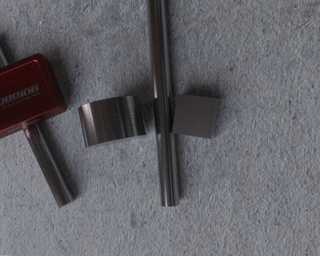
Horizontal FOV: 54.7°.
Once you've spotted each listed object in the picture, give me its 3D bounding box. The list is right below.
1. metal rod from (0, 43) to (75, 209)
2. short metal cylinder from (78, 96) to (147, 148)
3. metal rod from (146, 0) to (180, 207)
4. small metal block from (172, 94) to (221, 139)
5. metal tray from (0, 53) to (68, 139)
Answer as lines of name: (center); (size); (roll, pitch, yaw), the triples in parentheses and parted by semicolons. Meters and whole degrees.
metal rod: (-0.208, -0.017, 0.480); (0.025, 0.025, 0.299); (-32, 80, 17)
short metal cylinder: (-0.060, -0.007, 0.400); (0.080, 0.080, 0.050); (-14, 86, 19)
metal rod: (0.003, -0.049, 0.407); (0.025, 0.025, 0.298); (-5, 88, 19)
small metal block: (0.046, -0.015, 0.392); (0.050, 0.025, 0.050); (9, 93, 19)
metal tray: (-0.216, -0.044, 0.456); (0.131, 0.030, 0.090); (-23, 80, -3)
